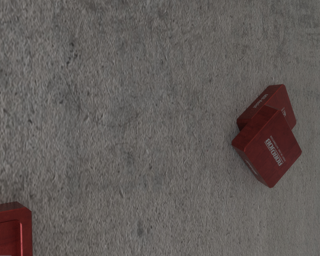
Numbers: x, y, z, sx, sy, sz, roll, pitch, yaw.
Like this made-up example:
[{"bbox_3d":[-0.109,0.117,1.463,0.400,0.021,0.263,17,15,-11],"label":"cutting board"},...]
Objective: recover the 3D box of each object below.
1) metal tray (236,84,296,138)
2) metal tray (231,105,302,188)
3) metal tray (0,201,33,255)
[{"bbox_3d":[0.199,-0.011,0.568,0.131,0.030,0.090,-41,115,-32],"label":"metal tray"},{"bbox_3d":[0.185,0.034,0.528,0.090,0.030,0.130,-47,127,-6],"label":"metal tray"},{"bbox_3d":[-0.160,0.137,0.266,0.091,0.030,0.129,-2,91,-40],"label":"metal tray"}]
